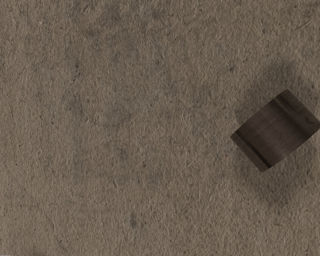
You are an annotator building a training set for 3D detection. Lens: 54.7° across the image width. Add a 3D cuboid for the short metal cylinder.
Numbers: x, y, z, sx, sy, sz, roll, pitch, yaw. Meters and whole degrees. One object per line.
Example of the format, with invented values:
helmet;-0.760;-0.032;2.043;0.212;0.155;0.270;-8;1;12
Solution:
short metal cylinder;0.124;0.003;0.336;0.080;0.080;0.050;-43;77;15
